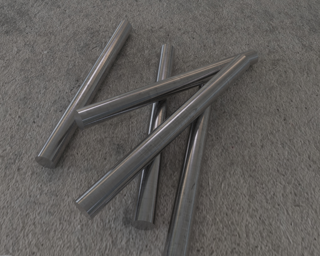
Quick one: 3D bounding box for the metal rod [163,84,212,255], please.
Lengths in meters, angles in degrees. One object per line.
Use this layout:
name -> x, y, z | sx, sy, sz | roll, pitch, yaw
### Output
metal rod -> 0.034, 0.058, 0.354 | 0.025, 0.025, 0.300 | 10, 51, 8

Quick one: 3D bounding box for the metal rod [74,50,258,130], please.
metal rod -> 0.028, -0.062, 0.427 | 0.302, 0.025, 0.025 | -24, 54, -29

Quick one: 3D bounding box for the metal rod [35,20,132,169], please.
metal rod -> -0.099, -0.070, 0.461 | 0.025, 0.025, 0.300 | 11, 51, 9

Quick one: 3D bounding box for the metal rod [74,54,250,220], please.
metal rod -> 0.022, -0.008, 0.375 | 0.025, 0.025, 0.301 | 33, 57, 24

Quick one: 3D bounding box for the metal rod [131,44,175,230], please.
metal rod -> -0.002, -0.014, 0.414 | 0.025, 0.025, 0.300 | 4, 50, 4
